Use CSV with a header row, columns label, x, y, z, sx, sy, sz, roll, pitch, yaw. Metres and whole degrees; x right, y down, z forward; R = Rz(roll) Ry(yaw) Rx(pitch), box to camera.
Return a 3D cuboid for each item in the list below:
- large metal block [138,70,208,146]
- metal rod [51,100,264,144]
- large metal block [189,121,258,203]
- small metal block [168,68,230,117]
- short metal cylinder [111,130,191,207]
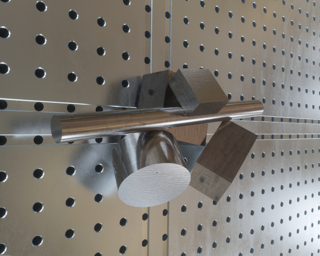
label,x,y,z,sx,sy,sz,roll,pitch,yaw
large metal block,0.019,-0.022,0.404,0.081,0.050,0.080,14,81,-39
metal rod,0.027,-0.014,0.362,0.302,0.025,0.025,-7,95,-39
large metal block,0.085,0.046,0.432,0.080,0.050,0.080,-52,165,-27
small metal block,0.045,-0.042,0.362,0.050,0.025,0.050,-8,60,-40
short metal cylinder,-0.011,0.046,0.352,0.080,0.080,0.050,25,32,-38
